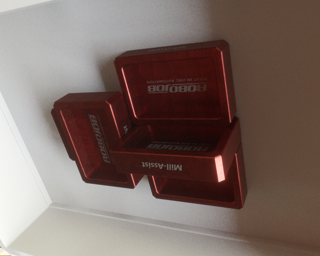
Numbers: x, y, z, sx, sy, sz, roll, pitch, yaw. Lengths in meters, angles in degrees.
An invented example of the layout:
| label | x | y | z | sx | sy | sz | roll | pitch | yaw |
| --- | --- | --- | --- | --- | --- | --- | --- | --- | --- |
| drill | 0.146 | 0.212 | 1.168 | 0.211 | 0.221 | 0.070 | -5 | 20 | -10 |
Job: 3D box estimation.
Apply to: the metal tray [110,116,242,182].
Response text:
| label | x | y | z | sx | sy | sz | roll | pitch | yaw |
| --- | --- | --- | --- | --- | --- | --- | --- | --- | --- |
| metal tray | 0.020 | 0.019 | 0.363 | 0.130 | 0.090 | 0.030 | 1 | 119 | 27 |

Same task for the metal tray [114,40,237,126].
| label | x | y | z | sx | sy | sz | roll | pitch | yaw |
| --- | --- | --- | --- | --- | --- | --- | --- | --- | --- |
| metal tray | 0.018 | -0.049 | 0.363 | 0.130 | 0.030 | 0.089 | 1 | 119 | 27 |

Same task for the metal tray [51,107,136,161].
| label | x | y | z | sx | sy | sz | roll | pitch | yaw |
| --- | --- | --- | --- | --- | --- | --- | --- | --- | --- |
| metal tray | -0.087 | 0.006 | 0.449 | 0.130 | 0.030 | 0.089 | 0 | 119 | 27 |

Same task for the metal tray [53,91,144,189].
| label | x | y | z | sx | sy | sz | roll | pitch | yaw |
| --- | --- | --- | --- | --- | --- | --- | --- | --- | --- |
| metal tray | -0.079 | 0.017 | 0.414 | 0.090 | 0.030 | 0.129 | 1 | 119 | 27 |

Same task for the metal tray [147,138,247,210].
| label | x | y | z | sx | sy | sz | roll | pitch | yaw |
| --- | --- | --- | --- | --- | --- | --- | --- | --- | --- |
| metal tray | 0.045 | 0.057 | 0.414 | 0.130 | 0.030 | 0.089 | 1 | 119 | 27 |
